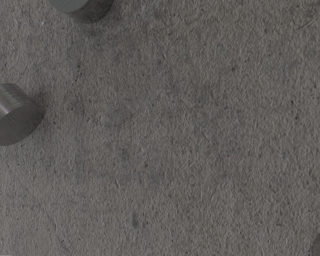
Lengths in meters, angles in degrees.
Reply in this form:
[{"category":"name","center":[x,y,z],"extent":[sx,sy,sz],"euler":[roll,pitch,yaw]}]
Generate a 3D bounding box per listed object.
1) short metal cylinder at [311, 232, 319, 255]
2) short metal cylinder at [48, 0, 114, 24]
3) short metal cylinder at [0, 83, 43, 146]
[{"category":"short metal cylinder","center":[0.205,0.146,0.323],"extent":[0.080,0.050,0.080],"euler":[0,90,20]},{"category":"short metal cylinder","center":[-0.111,-0.194,0.435],"extent":[0.080,0.050,0.080],"euler":[0,90,20]},{"category":"short metal cylinder","center":[-0.225,-0.020,0.459],"extent":[0.050,0.080,0.080],"euler":[42,103,15]}]
